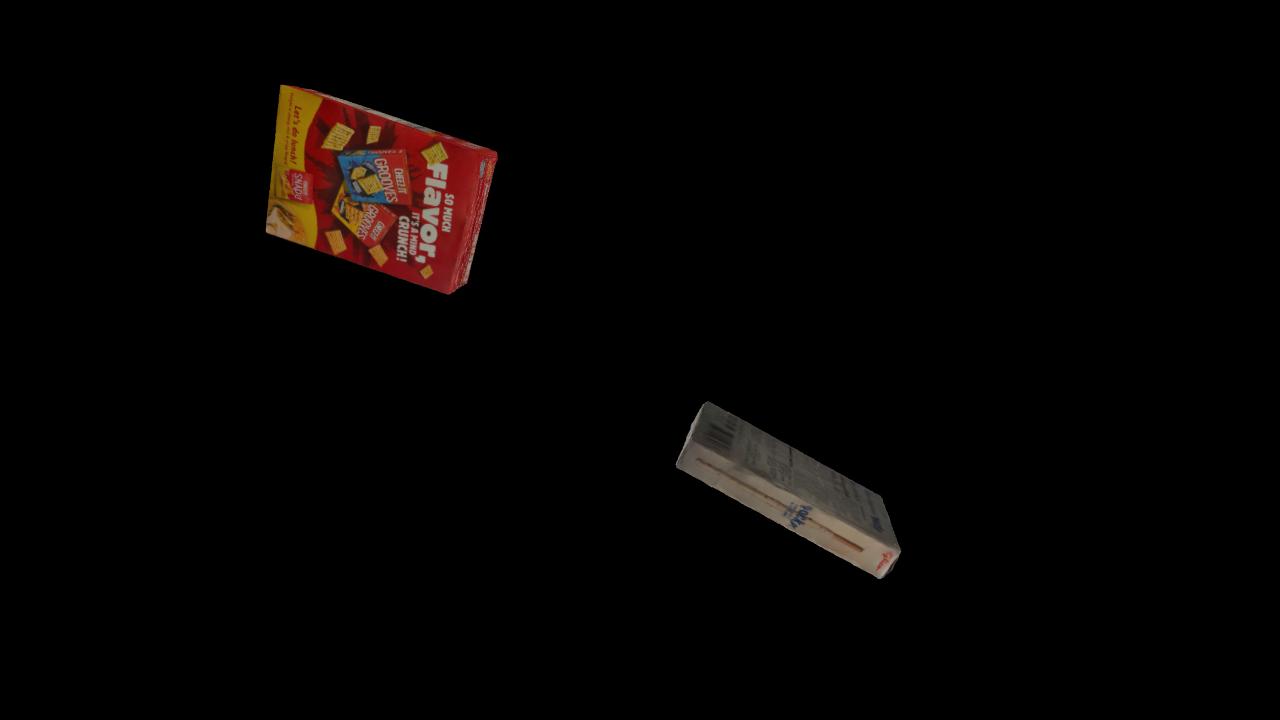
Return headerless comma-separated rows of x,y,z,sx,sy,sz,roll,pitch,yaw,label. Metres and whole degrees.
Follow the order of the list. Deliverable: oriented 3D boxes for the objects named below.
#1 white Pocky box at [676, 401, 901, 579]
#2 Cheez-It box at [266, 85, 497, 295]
0.104,0.087,0.438,0.154,0.028,0.084,29,18,5,white Pocky box
-0.291,-0.190,0.696,0.223,0.166,0.071,18,20,-2,Cheez-It box
